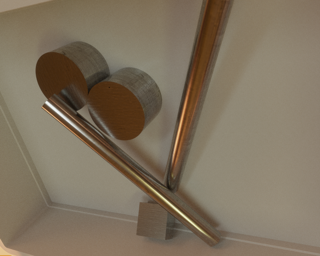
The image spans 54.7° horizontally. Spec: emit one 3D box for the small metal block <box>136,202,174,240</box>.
[{"bbox_3d":[-0.006,0.144,0.482,0.050,0.025,0.050,-1,77,28],"label":"small metal block"}]

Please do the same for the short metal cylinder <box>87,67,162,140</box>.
[{"bbox_3d":[-0.044,-0.031,0.395,0.080,0.050,0.079,13,124,20],"label":"short metal cylinder"}]

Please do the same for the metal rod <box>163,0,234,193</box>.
[{"bbox_3d":[0.033,-0.018,0.346,0.025,0.025,0.298,24,137,13],"label":"metal rod"}]

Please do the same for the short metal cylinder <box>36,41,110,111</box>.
[{"bbox_3d":[-0.114,-0.068,0.408,0.080,0.050,0.079,13,124,21],"label":"short metal cylinder"}]

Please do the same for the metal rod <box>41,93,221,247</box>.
[{"bbox_3d":[-0.030,0.064,0.419,0.300,0.025,0.025,42,129,-12],"label":"metal rod"}]
